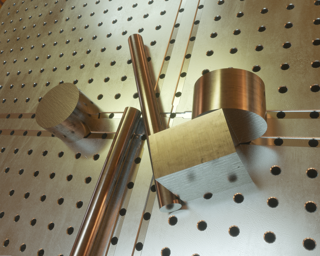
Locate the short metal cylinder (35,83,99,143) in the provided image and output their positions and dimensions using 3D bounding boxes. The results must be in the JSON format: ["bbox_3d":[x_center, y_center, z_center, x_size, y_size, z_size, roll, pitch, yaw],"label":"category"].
[{"bbox_3d":[-0.144,-0.024,0.482,0.080,0.050,0.080,-13,56,21],"label":"short metal cylinder"}]

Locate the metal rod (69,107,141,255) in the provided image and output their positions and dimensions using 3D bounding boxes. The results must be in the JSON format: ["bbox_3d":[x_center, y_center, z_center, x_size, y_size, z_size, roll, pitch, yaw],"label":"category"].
[{"bbox_3d":[-0.080,0.107,0.384,0.025,0.025,0.300,4,63,30],"label":"metal rod"}]

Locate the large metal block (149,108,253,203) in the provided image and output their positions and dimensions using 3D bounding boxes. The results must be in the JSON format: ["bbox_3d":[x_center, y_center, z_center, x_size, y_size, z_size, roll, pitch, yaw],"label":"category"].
[{"bbox_3d":[0.045,0.033,0.329,0.080,0.080,0.050,-21,54,16],"label":"large metal block"}]

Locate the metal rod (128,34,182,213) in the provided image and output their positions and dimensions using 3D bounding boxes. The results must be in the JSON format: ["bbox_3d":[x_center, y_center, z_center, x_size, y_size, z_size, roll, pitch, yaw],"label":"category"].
[{"bbox_3d":[-0.015,-0.029,0.433,0.025,0.025,0.299,-23,53,14],"label":"metal rod"}]

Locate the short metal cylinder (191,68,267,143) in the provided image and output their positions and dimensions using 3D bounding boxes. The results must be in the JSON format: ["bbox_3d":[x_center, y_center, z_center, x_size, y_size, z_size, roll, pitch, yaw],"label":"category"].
[{"bbox_3d":[0.076,-0.022,0.346,0.080,0.080,0.050,-7,59,25],"label":"short metal cylinder"}]
